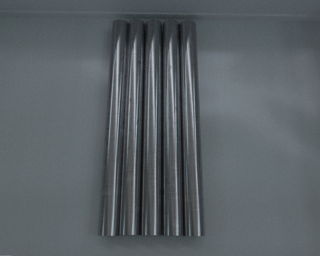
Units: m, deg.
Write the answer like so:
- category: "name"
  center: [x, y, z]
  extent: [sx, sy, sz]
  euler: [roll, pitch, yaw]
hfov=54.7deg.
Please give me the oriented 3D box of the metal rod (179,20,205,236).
- category: "metal rod"
  center: [0.041, -0.014, 0.413]
  extent: [0.025, 0.025, 0.299]
  euler: [0, 70, 0]

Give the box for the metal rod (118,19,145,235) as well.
- category: "metal rod"
  center: [-0.035, -0.015, 0.413]
  extent: [0.025, 0.025, 0.299]
  euler: [0, 70, 0]

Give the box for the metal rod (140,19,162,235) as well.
- category: "metal rod"
  center: [-0.010, -0.015, 0.414]
  extent: [0.025, 0.025, 0.299]
  euler: [0, 70, 0]

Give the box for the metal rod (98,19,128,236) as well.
- category: "metal rod"
  center: [-0.059, -0.014, 0.413]
  extent: [0.025, 0.025, 0.299]
  euler: [0, 70, 0]

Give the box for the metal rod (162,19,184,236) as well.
- category: "metal rod"
  center: [0.016, -0.014, 0.414]
  extent: [0.025, 0.025, 0.299]
  euler: [0, 70, 0]
